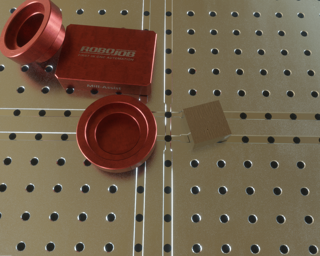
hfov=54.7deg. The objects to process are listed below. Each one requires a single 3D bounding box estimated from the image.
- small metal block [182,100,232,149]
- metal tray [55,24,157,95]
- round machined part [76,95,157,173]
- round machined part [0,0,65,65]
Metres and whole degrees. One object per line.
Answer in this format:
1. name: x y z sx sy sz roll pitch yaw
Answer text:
1. small metal block: 0.061 -0.004 0.414 0.050 0.025 0.050 -15 71 -6
2. metal tray: -0.073 -0.099 0.444 0.131 0.030 0.090 5 70 1
3. round machined part: -0.053 0.010 0.398 0.099 0.042 0.098 0 70 -1
4. round machined part: -0.173 -0.132 0.434 0.098 0.042 0.098 -12 64 26
